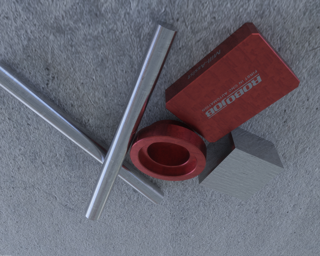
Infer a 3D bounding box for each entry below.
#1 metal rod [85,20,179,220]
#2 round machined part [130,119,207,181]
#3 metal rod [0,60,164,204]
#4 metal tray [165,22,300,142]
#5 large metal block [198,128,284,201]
[{"bbox_3d":[-0.047,0.012,0.392,0.025,0.025,0.298,17,121,-14],"label":"metal rod"},{"bbox_3d":[0.012,0.026,0.410,0.099,0.042,0.097,6,139,6],"label":"round machined part"},{"bbox_3d":[-0.095,0.023,0.424,0.025,0.025,0.300,-31,124,23],"label":"metal rod"},{"bbox_3d":[0.081,-0.047,0.366,0.090,0.030,0.130,37,121,-28],"label":"metal tray"},{"bbox_3d":[0.108,0.050,0.435,0.080,0.050,0.080,23,126,-19],"label":"large metal block"}]
